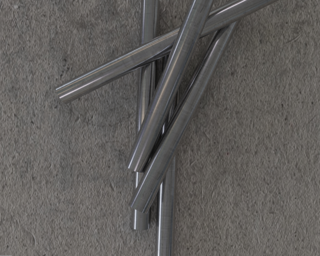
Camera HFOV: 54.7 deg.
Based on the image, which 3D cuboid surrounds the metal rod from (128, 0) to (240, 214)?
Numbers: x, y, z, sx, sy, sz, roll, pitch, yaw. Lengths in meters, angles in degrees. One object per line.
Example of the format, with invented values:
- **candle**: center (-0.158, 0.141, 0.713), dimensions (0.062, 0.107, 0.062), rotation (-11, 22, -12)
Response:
- **metal rod**: center (0.039, -0.036, 0.390), dimensions (0.025, 0.025, 0.299), rotation (26, 82, 0)

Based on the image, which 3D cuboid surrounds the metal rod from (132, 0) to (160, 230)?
- **metal rod**: center (-0.019, -0.018, 0.409), dimensions (0.025, 0.025, 0.298), rotation (2, 90, 0)

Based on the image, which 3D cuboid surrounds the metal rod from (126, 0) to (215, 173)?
- **metal rod**: center (0.025, -0.086, 0.361), dimensions (0.025, 0.025, 0.298), rotation (22, 99, 0)

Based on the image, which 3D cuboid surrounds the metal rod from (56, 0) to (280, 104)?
- **metal rod**: center (0.013, -0.106, 0.382), dimensions (0.301, 0.025, 0.025), rotation (-26, 90, 1)

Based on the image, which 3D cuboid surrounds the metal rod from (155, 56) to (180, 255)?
- **metal rod**: center (0.010, 0.048, 0.409), dimensions (0.025, 0.025, 0.298), rotation (2, 90, 0)
